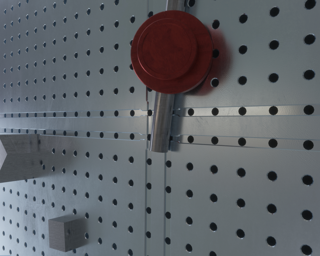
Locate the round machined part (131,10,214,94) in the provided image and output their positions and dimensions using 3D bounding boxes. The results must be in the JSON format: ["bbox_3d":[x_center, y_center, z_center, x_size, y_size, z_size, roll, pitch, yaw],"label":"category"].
[{"bbox_3d":[0.012,-0.089,0.364,0.098,0.042,0.097,1,94,13],"label":"round machined part"}]

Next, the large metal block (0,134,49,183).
[{"bbox_3d":[-0.277,0.058,0.602,0.050,0.081,0.080,50,120,28],"label":"large metal block"}]

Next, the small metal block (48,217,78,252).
[{"bbox_3d":[-0.174,0.189,0.553,0.050,0.025,0.050,-7,86,39],"label":"small metal block"}]

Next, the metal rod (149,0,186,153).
[{"bbox_3d":[0.015,-0.117,0.396,0.025,0.025,0.298,11,97,39],"label":"metal rod"}]
